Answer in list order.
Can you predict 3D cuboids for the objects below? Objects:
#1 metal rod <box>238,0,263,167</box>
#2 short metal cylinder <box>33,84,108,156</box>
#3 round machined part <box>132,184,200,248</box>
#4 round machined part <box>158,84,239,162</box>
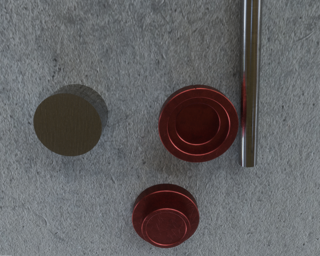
[{"bbox_3d":[0.110,-0.091,0.377,0.025,0.025,0.298,-4,110,1],"label":"metal rod"},{"bbox_3d":[-0.110,-0.011,0.391,0.081,0.050,0.079,0,110,-1],"label":"short metal cylinder"},{"bbox_3d":[0.008,0.134,0.450,0.099,0.042,0.097,0,110,-1],"label":"round machined part"},{"bbox_3d":[0.047,-0.008,0.398,0.099,0.042,0.097,0,110,-1],"label":"round machined part"}]
